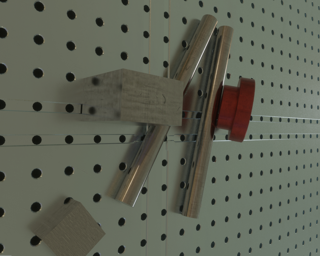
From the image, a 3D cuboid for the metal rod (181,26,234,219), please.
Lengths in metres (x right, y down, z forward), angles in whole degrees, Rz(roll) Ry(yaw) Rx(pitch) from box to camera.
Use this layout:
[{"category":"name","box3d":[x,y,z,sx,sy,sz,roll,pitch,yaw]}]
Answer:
[{"category":"metal rod","box3d":[0.075,-0.015,0.474,0.025,0.025,0.299,21,77,-39]}]

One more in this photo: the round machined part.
[{"category":"round machined part","box3d":[0.113,-0.029,0.474,0.098,0.042,0.097,9,91,-81]}]

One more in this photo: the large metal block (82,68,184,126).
[{"category":"large metal block","box3d":[-0.031,-0.030,0.349,0.081,0.080,0.050,4,87,-40]}]

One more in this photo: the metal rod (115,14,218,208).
[{"category":"metal rod","box3d":[0.017,-0.037,0.424,0.025,0.025,0.300,39,66,-34]}]

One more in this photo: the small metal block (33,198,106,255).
[{"category":"small metal block","box3d":[-0.095,0.113,0.331,0.050,0.025,0.050,-45,117,-31]}]
